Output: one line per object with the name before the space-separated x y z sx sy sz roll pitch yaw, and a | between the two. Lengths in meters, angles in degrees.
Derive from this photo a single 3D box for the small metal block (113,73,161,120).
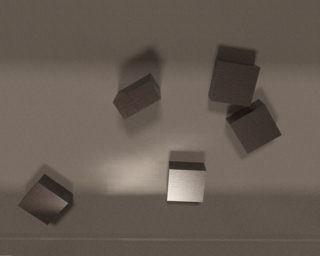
small metal block | -0.027 -0.040 0.383 0.050 0.050 0.025 -29 108 10

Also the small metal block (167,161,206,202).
small metal block | 0.037 0.076 0.440 0.050 0.025 0.050 3 110 -2

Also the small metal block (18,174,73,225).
small metal block | -0.165 0.103 0.447 0.050 0.025 0.050 40 105 -14

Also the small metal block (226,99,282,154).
small metal block | 0.124 -0.002 0.412 0.050 0.025 0.050 -31 108 10

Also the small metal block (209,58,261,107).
small metal block | 0.093 -0.058 0.391 0.050 0.025 0.050 8 110 -4
